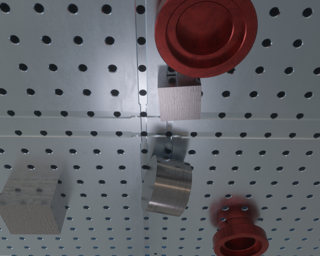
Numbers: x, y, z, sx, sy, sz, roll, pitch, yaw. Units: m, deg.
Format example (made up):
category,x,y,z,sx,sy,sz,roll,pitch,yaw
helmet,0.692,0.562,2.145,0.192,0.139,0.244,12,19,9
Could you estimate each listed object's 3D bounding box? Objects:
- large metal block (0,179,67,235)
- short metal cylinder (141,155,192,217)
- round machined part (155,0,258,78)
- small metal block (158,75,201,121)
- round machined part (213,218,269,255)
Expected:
category,x,y,z,sx,sy,sz,roll,pitch,yaw
large metal block,-0.204,0.129,0.503,0.081,0.050,0.079,1,130,-1
short metal cylinder,0.008,0.083,0.446,0.050,0.080,0.079,14,129,-11
round machined part,0.044,-0.103,0.313,0.099,0.042,0.097,0,130,0
small metal block,0.024,-0.036,0.381,0.050,0.025,0.050,-3,130,2
round machined part,0.147,0.204,0.575,0.099,0.042,0.097,0,130,0
